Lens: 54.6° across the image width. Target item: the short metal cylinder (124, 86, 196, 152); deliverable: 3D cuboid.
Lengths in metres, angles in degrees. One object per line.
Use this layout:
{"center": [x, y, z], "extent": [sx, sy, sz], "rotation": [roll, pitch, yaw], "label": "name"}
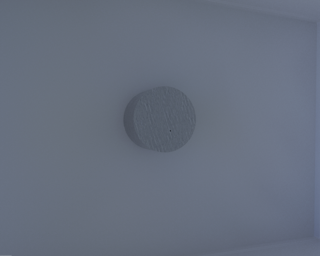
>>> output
{"center": [-0.001, -0.011, 0.396], "extent": [0.081, 0.050, 0.080], "rotation": [0, 90, -20], "label": "short metal cylinder"}
